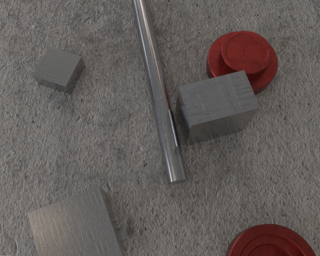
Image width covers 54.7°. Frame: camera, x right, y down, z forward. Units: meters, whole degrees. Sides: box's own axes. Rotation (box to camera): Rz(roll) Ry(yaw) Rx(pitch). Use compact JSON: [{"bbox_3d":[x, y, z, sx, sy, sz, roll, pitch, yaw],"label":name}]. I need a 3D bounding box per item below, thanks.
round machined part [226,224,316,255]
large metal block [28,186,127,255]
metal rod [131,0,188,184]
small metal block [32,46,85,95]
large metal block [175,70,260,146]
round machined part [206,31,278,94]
[{"bbox_3d":[0.120,0.158,0.342,0.099,0.042,0.098,0,70,0],"label":"round machined part"},{"bbox_3d":[-0.090,0.121,0.350,0.080,0.050,0.080,-20,71,-7],"label":"large metal block"},{"bbox_3d":[-0.006,-0.071,0.433,0.025,0.025,0.299,-10,70,-4],"label":"metal rod"},{"bbox_3d":[-0.141,-0.081,0.437,0.050,0.025,0.050,19,71,6],"label":"small metal block"},{"bbox_3d":[0.067,-0.022,0.387,0.081,0.080,0.050,-15,71,-5],"label":"large metal block"},{"bbox_3d":[0.117,-0.096,0.435,0.099,0.042,0.098,0,70,0],"label":"round machined part"}]
